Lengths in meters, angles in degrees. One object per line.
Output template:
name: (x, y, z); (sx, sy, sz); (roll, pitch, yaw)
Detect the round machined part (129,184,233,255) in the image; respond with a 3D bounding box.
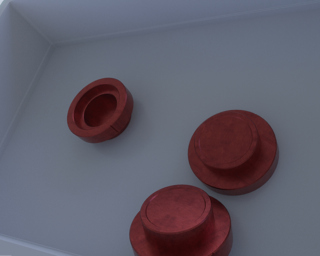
round machined part: (0.018, 0.091, 0.298); (0.099, 0.042, 0.098); (-10, 25, 5)

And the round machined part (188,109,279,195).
round machined part: (0.077, 0.021, 0.341); (0.098, 0.042, 0.098); (-13, 56, 20)

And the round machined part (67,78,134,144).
round machined part: (-0.081, -0.021, 0.449); (0.098, 0.042, 0.098); (-13, 56, 20)
